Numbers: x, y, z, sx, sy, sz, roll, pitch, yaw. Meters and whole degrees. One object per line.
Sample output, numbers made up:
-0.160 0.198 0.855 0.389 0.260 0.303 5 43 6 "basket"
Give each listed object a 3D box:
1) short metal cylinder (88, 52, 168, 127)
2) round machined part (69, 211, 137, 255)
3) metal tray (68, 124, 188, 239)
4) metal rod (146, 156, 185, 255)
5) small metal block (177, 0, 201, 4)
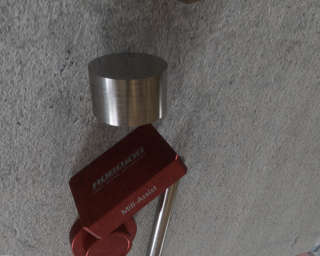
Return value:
-0.033 -0.043 0.328 0.081 0.080 0.050 -13 124 -22 "short metal cylinder"
-0.079 0.164 0.456 0.099 0.042 0.097 -14 125 -21 "round machined part"
-0.042 0.059 0.379 0.130 0.090 0.030 -37 130 -3 "metal tray"
-0.002 0.175 0.516 0.025 0.025 0.298 -4 120 -27 "metal rod"
0.024 -0.156 0.308 0.025 0.050 0.050 -25 128 -13 "small metal block"
